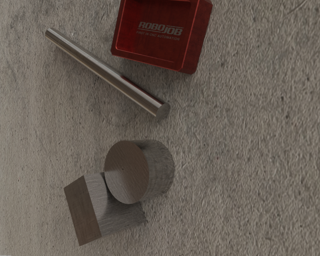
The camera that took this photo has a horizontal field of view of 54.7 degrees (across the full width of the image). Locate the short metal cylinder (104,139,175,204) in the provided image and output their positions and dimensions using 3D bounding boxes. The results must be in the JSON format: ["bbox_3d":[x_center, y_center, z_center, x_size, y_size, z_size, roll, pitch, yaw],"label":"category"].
[{"bbox_3d":[-0.028,0.055,0.410,0.080,0.050,0.079,0,90,39],"label":"short metal cylinder"}]

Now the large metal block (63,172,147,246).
[{"bbox_3d":[-0.075,0.106,0.429,0.050,0.081,0.080,-33,70,35],"label":"large metal block"}]

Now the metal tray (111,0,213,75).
[{"bbox_3d":[-0.004,-0.127,0.402,0.130,0.030,0.089,22,104,37],"label":"metal tray"}]

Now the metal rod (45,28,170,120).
[{"bbox_3d":[-0.096,-0.096,0.481,0.300,0.025,0.025,37,112,33],"label":"metal rod"}]
